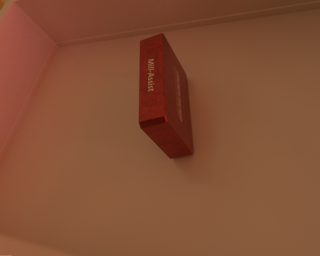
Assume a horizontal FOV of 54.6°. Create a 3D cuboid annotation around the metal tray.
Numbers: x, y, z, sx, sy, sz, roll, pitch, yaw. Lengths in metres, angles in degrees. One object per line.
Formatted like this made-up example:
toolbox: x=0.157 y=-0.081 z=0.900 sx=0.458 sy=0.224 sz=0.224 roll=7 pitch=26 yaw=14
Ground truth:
metal tray: x=0.008 y=-0.039 z=0.381 sx=0.030 sy=0.090 sz=0.130 roll=-14 pitch=56 yaw=19
